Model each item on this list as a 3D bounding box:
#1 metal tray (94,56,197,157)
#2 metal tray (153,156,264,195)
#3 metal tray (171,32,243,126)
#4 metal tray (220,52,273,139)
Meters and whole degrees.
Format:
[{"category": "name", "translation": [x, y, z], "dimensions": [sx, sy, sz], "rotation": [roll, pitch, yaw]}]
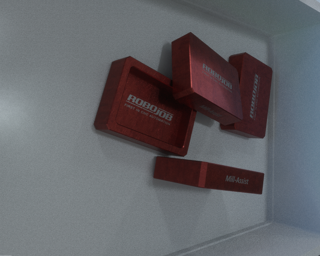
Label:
[{"category": "metal tray", "translation": [-0.011, -0.022, 0.396], "dimensions": [0.131, 0.030, 0.090], "rotation": [23, 76, -38]}, {"category": "metal tray", "translation": [0.068, 0.065, 0.424], "dimensions": [0.131, 0.090, 0.030], "rotation": [15, 81, -39]}, {"category": "metal tray", "translation": [0.070, -0.065, 0.439], "dimensions": [0.131, 0.030, 0.090], "rotation": [22, 59, -44]}, {"category": "metal tray", "translation": [0.151, -0.053, 0.533], "dimensions": [0.091, 0.030, 0.129], "rotation": [15, 80, -39]}]
